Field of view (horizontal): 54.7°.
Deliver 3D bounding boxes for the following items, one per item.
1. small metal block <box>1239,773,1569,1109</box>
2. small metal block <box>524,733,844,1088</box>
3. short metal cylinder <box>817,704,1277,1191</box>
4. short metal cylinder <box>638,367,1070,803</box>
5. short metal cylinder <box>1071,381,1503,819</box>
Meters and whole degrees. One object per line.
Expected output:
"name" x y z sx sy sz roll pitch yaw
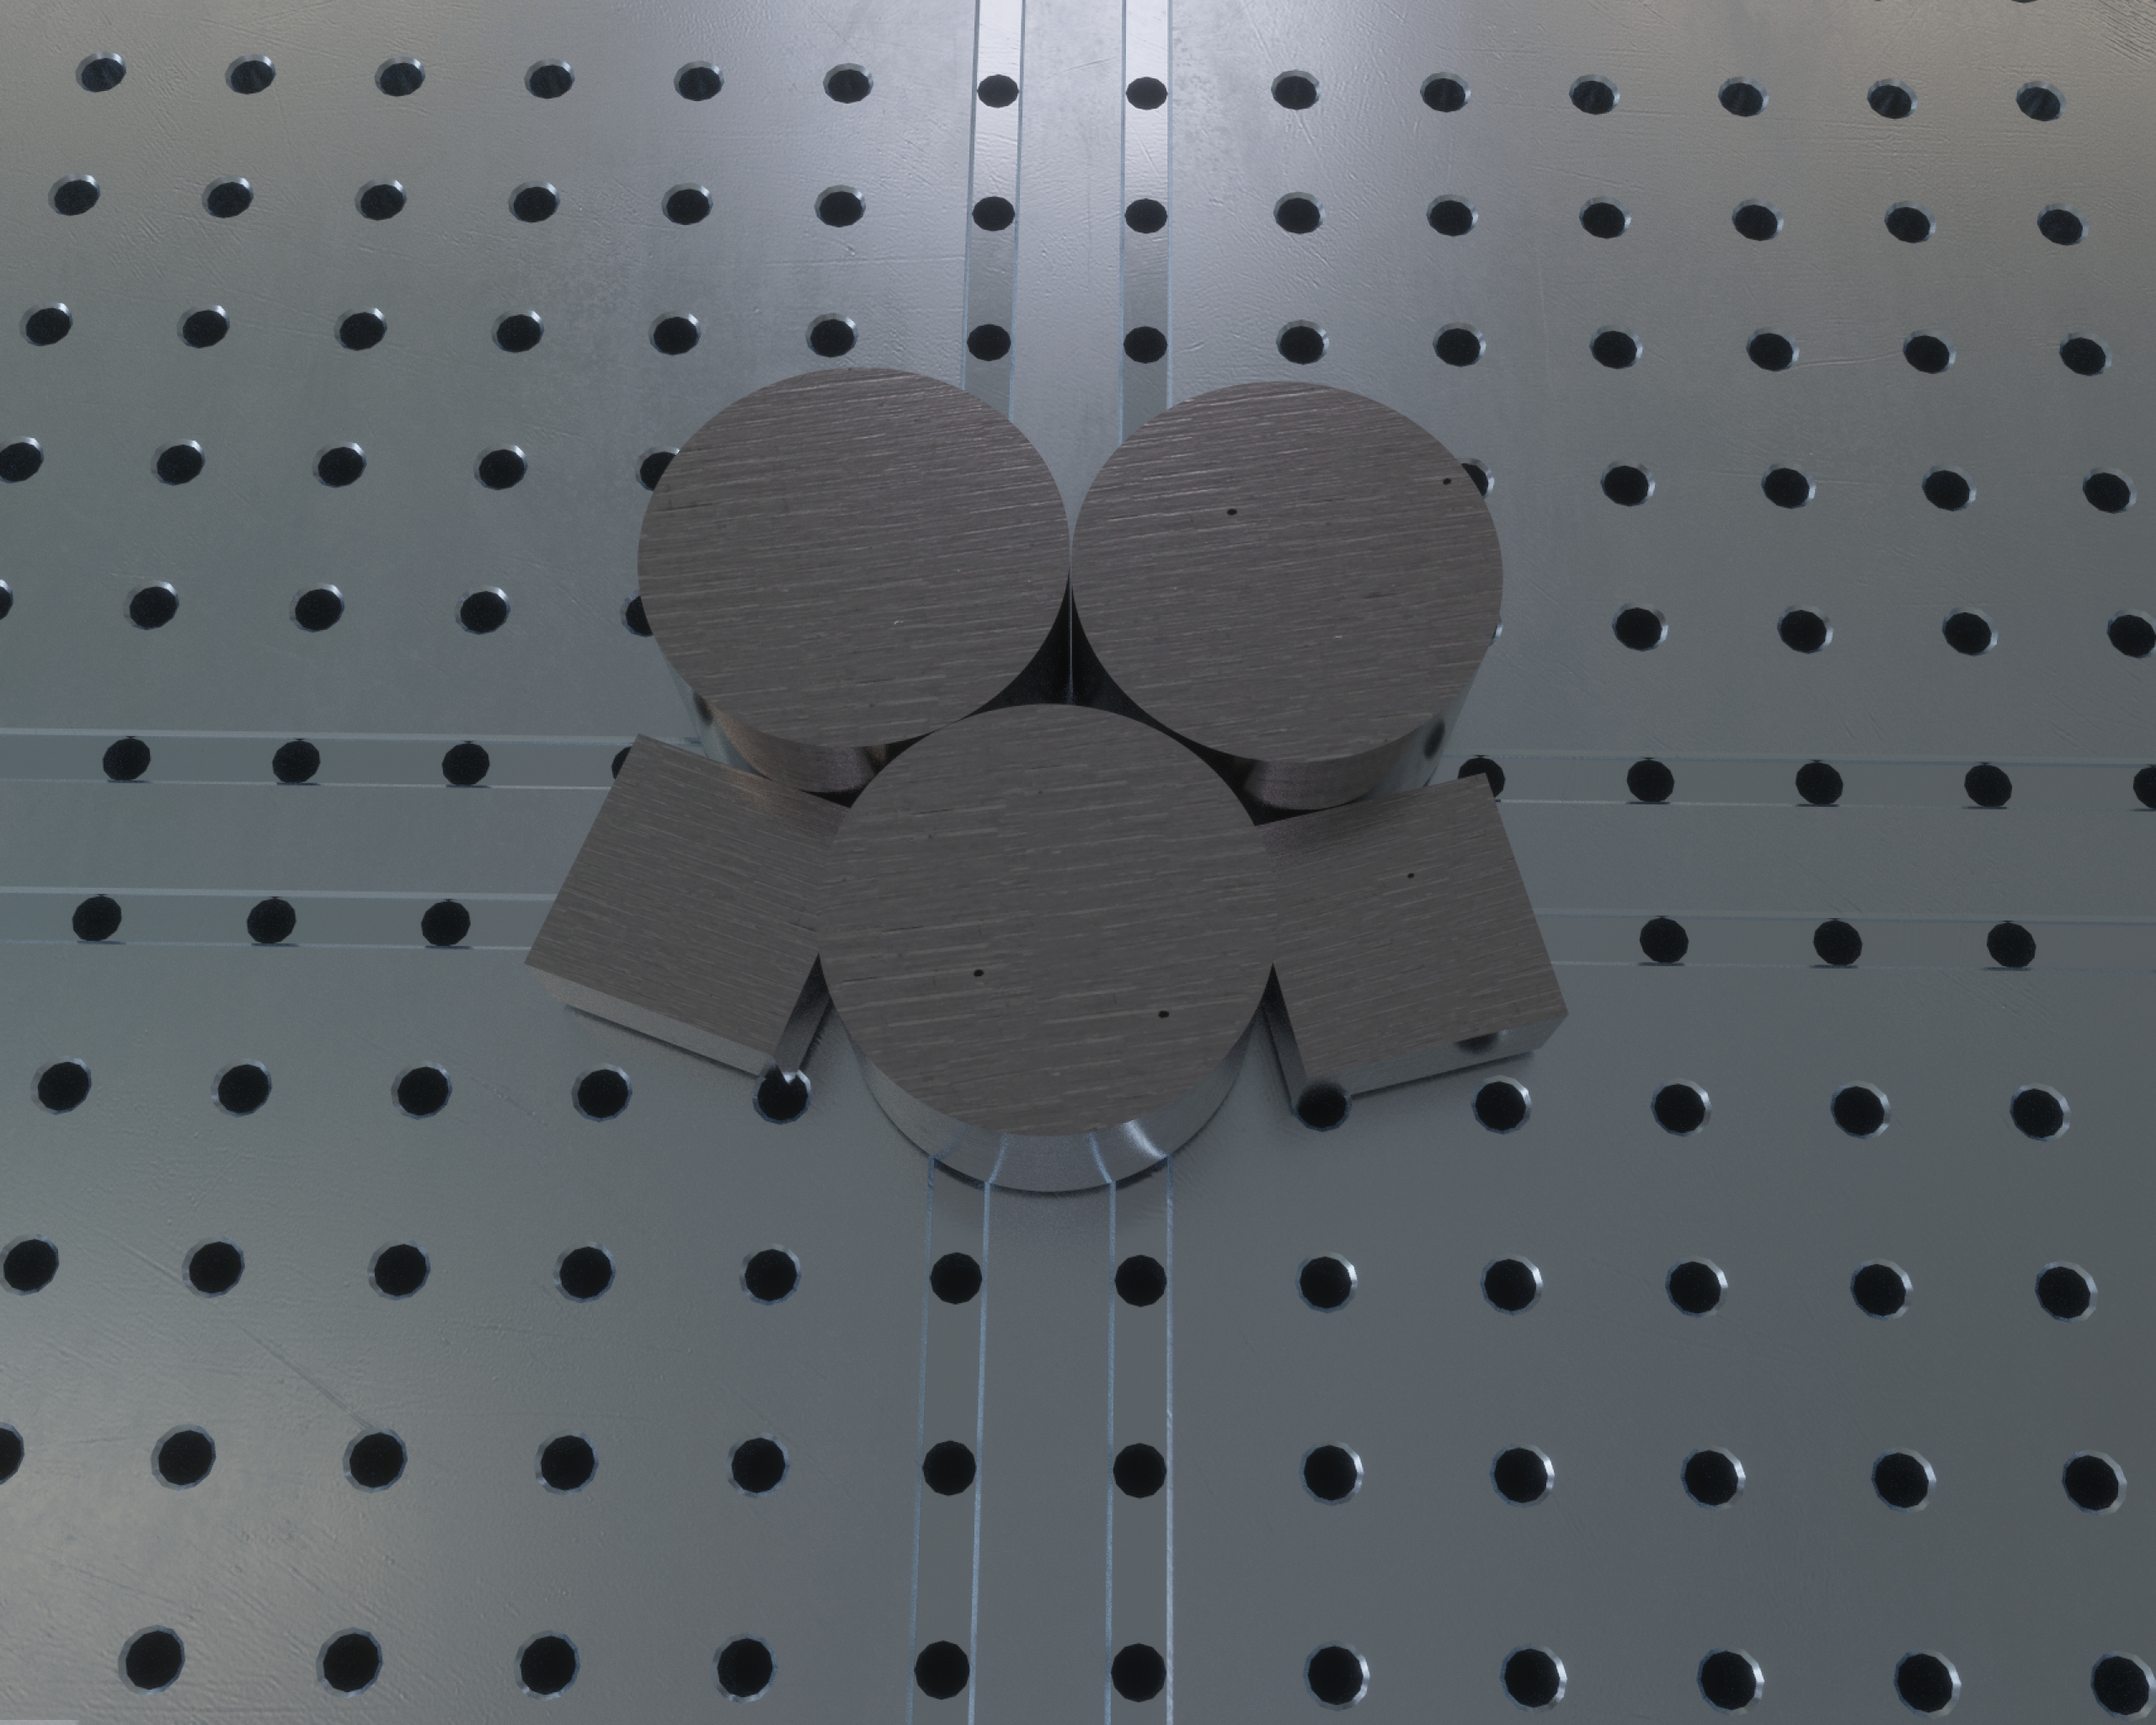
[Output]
"small metal block" 0.060 0.015 0.403 0.050 0.025 0.050 -13 71 -5
"small metal block" -0.070 0.009 0.404 0.050 0.025 0.050 20 71 7
"short metal cylinder" -0.005 0.017 0.388 0.081 0.050 0.080 0 70 0
"short metal cylinder" -0.042 -0.050 0.412 0.081 0.050 0.080 0 70 0
"short metal cylinder" 0.039 -0.047 0.412 0.081 0.050 0.080 0 70 0
